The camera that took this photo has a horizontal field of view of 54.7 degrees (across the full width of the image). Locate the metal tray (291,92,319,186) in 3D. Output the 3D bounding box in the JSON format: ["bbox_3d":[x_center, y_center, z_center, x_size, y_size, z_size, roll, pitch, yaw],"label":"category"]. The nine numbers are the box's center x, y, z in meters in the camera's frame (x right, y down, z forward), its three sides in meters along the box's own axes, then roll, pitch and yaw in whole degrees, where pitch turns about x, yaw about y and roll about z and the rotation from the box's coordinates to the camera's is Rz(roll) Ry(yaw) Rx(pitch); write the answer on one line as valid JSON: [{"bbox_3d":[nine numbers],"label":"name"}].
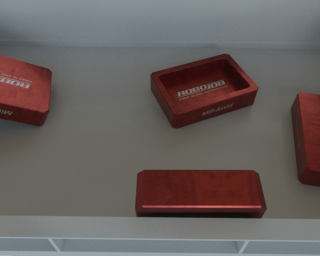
[{"bbox_3d":[0.221,0.014,0.391,0.090,0.030,0.130,9,50,7],"label":"metal tray"}]

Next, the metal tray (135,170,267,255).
[{"bbox_3d":[0.028,0.083,0.267,0.091,0.129,0.030,0,50,0],"label":"metal tray"}]

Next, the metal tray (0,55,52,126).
[{"bbox_3d":[-0.215,-0.057,0.409,0.131,0.030,0.090,13,44,-29],"label":"metal tray"}]

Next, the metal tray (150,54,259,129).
[{"bbox_3d":[0.062,-0.057,0.449,0.131,0.030,0.090,-17,52,-14],"label":"metal tray"}]
